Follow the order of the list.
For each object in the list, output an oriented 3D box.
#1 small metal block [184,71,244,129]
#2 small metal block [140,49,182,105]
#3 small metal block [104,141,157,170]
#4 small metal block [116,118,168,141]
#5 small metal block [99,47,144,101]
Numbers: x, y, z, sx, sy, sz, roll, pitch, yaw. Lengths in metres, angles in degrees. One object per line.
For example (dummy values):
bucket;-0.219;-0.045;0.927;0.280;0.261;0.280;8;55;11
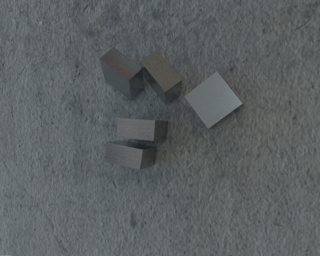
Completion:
small metal block;0.068;-0.034;0.385;0.050;0.025;0.050;-38;78;15
small metal block;0.002;-0.063;0.391;0.025;0.050;0.050;-36;78;-6
small metal block;-0.037;0.034;0.408;0.050;0.050;0.025;10;94;19
small metal block;-0.022;0.001;0.402;0.050;0.050;0.025;5;92;19
small metal block;-0.049;-0.070;0.409;0.050;0.050;0.025;38;70;15
